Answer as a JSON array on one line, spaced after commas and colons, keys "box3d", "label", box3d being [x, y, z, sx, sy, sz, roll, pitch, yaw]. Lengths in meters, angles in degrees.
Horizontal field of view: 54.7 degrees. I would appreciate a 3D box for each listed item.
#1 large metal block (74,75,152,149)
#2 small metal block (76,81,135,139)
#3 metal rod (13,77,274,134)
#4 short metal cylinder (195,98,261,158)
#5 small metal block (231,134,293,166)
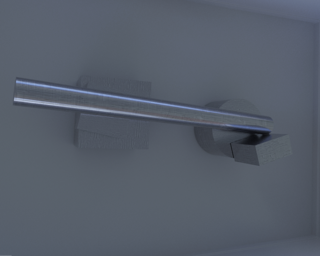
[{"box3d": [-0.058, -0.017, 0.373, 0.081, 0.050, 0.079, 3, 89, -20], "label": "large metal block"}, {"box3d": [-0.060, -0.018, 0.334, 0.050, 0.025, 0.050, 14, 85, -20], "label": "small metal block"}, {"box3d": [0.007, -0.018, 0.338, 0.302, 0.025, 0.025, 6, 88, -28], "label": "metal rod"}, {"box3d": [0.096, 0.001, 0.432, 0.081, 0.050, 0.079, 0, 90, -21], "label": "short metal cylinder"}, {"box3d": [0.127, 0.026, 0.390, 0.050, 0.050, 0.025, -15, 96, -20], "label": "small metal block"}]
